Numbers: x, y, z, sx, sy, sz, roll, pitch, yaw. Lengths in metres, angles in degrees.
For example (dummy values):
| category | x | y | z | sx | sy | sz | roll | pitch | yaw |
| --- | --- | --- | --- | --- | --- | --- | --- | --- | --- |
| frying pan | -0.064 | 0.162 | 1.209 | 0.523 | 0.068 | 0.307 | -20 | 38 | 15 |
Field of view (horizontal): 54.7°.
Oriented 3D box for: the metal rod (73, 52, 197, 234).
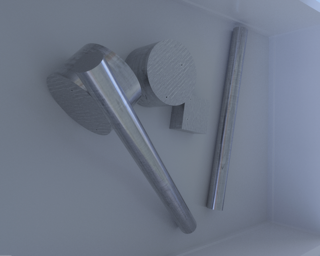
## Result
| category | x | y | z | sx | sy | sz | roll | pitch | yaw |
| --- | --- | --- | --- | --- | --- | --- | --- | --- | --- |
| metal rod | -0.007 | 0.045 | 0.340 | 0.025 | 0.025 | 0.299 | -55 | 141 | -26 |

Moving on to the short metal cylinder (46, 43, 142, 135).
| category | x | y | z | sx | sy | sz | roll | pitch | yaw |
| --- | --- | --- | --- | --- | --- | --- | --- | --- | --- |
| short metal cylinder | -0.066 | -0.038 | 0.316 | 0.050 | 0.080 | 0.080 | -52 | 121 | -28 |

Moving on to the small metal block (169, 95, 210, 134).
| category | x | y | z | sx | sy | sz | roll | pitch | yaw |
| --- | --- | --- | --- | --- | --- | --- | --- | --- | --- |
| small metal block | 0.043 | -0.019 | 0.445 | 0.050 | 0.025 | 0.050 | 12 | 83 | -40 |

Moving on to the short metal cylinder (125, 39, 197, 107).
| category | x | y | z | sx | sy | sz | roll | pitch | yaw |
| --- | --- | --- | --- | --- | --- | --- | --- | --- | --- |
| short metal cylinder | 0.000 | -0.067 | 0.392 | 0.081 | 0.050 | 0.079 | 0 | 90 | -40 |

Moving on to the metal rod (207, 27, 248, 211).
| category | x | y | z | sx | sy | sz | roll | pitch | yaw |
| --- | --- | --- | --- | --- | --- | --- | --- | --- | --- |
| metal rod | 0.110 | -0.020 | 0.501 | 0.025 | 0.025 | 0.299 | 17 | 79 | -39 |
